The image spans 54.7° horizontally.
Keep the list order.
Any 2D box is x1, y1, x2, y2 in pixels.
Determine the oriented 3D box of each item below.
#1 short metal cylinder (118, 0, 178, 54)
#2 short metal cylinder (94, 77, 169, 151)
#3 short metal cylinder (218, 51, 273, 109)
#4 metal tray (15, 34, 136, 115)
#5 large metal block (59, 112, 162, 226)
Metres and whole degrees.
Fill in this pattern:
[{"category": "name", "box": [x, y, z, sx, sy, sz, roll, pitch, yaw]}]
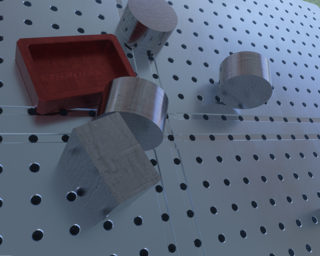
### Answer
[{"category": "short metal cylinder", "box": [-0.020, -0.162, 0.480, 0.081, 0.050, 0.080, 14, 56, -21]}, {"category": "short metal cylinder", "box": [-0.033, -0.014, 0.364, 0.080, 0.080, 0.050, 21, 54, -16]}, {"category": "short metal cylinder", "box": [0.134, -0.074, 0.490, 0.080, 0.080, 0.050, 20, 54, -16]}, {"category": "metal tray", "box": [-0.102, -0.073, 0.394, 0.131, 0.030, 0.090, -15, 70, -34]}, {"category": "large metal block", "box": [-0.055, 0.043, 0.317, 0.050, 0.080, 0.080, -25, 75, -37]}]
